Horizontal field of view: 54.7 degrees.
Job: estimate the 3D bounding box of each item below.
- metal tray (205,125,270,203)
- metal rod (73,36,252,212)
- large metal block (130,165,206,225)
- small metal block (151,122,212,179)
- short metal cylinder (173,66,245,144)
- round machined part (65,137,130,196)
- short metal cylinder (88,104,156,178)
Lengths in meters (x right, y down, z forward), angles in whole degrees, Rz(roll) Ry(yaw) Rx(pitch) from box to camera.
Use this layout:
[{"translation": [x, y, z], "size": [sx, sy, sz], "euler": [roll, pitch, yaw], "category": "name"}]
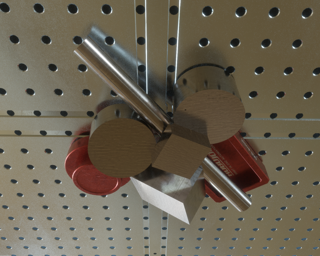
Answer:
[{"translation": [0.088, 0.050, 0.447], "size": [0.090, 0.030, 0.130], "euler": [-29, 125, 22], "category": "metal tray"}, {"translation": [0.017, 0.009, 0.382], "size": [0.025, 0.025, 0.300], "euler": [-35, 113, 26], "category": "metal rod"}, {"translation": [0.013, 0.079, 0.423], "size": [0.080, 0.050, 0.080], "euler": [22, 152, 25], "category": "large metal block"}, {"translation": [0.024, 0.027, 0.361], "size": [0.050, 0.025, 0.050], "euler": [21, 119, -17], "category": "small metal block"}, {"translation": [0.056, -0.026, 0.369], "size": [0.081, 0.050, 0.079], "euler": [0, 130, 0], "category": "short metal cylinder"}, {"translation": [-0.087, 0.060, 0.445], "size": [0.099, 0.042, 0.097], "euler": [0, 130, 0], "category": "round machined part"}, {"translation": [-0.048, 0.015, 0.388], "size": [0.081, 0.050, 0.079], "euler": [-3, 114, -8], "category": "short metal cylinder"}]
